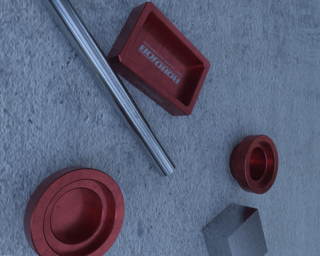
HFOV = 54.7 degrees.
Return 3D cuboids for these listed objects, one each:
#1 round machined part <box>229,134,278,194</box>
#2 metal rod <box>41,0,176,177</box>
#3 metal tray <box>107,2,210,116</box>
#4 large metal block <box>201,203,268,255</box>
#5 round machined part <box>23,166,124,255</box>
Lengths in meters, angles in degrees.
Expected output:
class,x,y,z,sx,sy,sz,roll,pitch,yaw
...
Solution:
class,x,y,z,sx,sy,sz,roll,pitch,yaw
round machined part,0.155,0.059,0.524,0.099,0.042,0.097,0,90,-40
metal rod,-0.063,-0.060,0.351,0.025,0.025,0.299,-47,118,-30
metal tray,0.004,-0.085,0.404,0.130,0.030,0.090,36,68,-34
large metal block,0.119,0.178,0.489,0.081,0.050,0.080,-27,107,-37
round machined part,-0.089,0.088,0.319,0.099,0.042,0.097,0,90,-40
